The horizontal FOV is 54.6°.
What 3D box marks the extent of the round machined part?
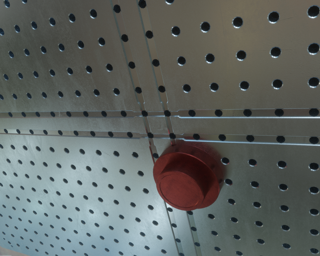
[{"bbox_3d":[0.034,0.075,0.429,0.098,0.042,0.097,13,124,21],"label":"round machined part"}]
